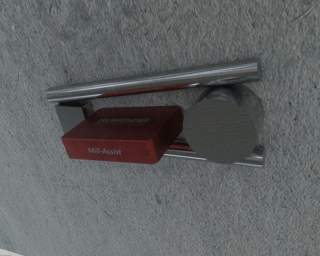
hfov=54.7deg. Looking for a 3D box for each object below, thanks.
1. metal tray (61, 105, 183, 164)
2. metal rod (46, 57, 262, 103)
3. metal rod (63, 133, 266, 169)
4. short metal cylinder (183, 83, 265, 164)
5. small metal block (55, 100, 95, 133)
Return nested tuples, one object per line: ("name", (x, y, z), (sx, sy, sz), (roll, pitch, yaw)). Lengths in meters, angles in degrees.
("metal tray", (-0.045, 0.005, 0.392), (0.130, 0.090, 0.030), (0, 118, 28))
("metal rod", (-0.029, -0.055, 0.390), (0.300, 0.025, 0.025), (-2, 117, 29))
("metal rod", (-0.012, 0.026, 0.431), (0.301, 0.025, 0.025), (4, 120, 26))
("short metal cylinder", (0.072, -0.007, 0.349), (0.080, 0.050, 0.079), (13, 124, 21))
("small metal block", (-0.123, -0.015, 0.465), (0.050, 0.025, 0.050), (4, 121, 26))
